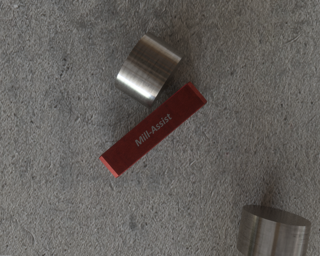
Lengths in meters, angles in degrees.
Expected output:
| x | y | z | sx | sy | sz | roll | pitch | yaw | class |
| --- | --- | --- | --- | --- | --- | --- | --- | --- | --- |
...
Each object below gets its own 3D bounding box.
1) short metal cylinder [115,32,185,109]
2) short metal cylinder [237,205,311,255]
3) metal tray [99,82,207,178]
| x | y | z | sx | sy | sz | roll | pitch | yaw | class |
| --- | --- | --- | --- | --- | --- | --- | --- | --- | --- |
| -0.012 | -0.070 | 0.382 | 0.050 | 0.080 | 0.080 | 33 | 90 | 0 | short metal cylinder |
| 0.140 | 0.132 | 0.384 | 0.080 | 0.080 | 0.050 | 10 | 90 | 0 | short metal cylinder |
| -0.007 | 0.002 | 0.377 | 0.130 | 0.090 | 0.030 | -40 | 90 | 0 | metal tray |
